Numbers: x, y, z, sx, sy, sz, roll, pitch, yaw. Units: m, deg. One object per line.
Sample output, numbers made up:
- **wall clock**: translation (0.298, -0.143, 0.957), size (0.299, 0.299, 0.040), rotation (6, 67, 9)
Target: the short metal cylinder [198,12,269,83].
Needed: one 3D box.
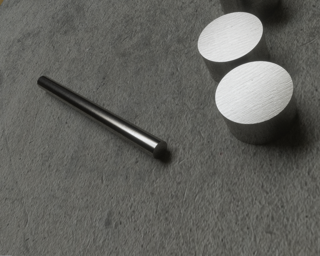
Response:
- **short metal cylinder**: translation (0.095, -0.101, 0.400), size (0.080, 0.050, 0.080), rotation (-13, 56, 21)

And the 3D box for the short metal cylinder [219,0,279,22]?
- **short metal cylinder**: translation (0.125, -0.193, 0.441), size (0.080, 0.050, 0.080), rotation (-13, 56, 21)

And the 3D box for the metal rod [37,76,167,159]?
- **metal rod**: translation (-0.106, -0.028, 0.476), size (0.300, 0.025, 0.025), rotation (28, 77, 37)

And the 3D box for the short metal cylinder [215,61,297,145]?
- **short metal cylinder**: translation (0.108, -0.028, 0.348), size (0.080, 0.050, 0.080), rotation (-13, 56, 21)
